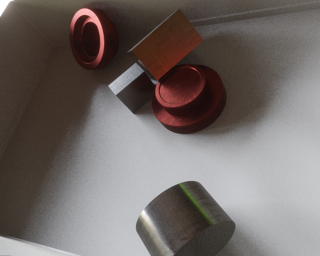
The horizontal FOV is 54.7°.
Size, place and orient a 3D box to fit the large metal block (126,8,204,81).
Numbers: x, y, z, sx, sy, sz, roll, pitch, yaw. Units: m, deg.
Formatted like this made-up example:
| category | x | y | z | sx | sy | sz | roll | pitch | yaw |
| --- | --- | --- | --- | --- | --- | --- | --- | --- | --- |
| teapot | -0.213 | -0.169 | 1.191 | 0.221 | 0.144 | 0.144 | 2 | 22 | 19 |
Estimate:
| category | x | y | z | sx | sy | sz | roll | pitch | yaw |
| --- | --- | --- | --- | --- | --- | --- | --- | --- | --- |
| large metal block | 0.003 | -0.113 | 0.432 | 0.080 | 0.050 | 0.080 | -42 | 16 | -1 |

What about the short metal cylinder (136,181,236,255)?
| category | x | y | z | sx | sy | sz | roll | pitch | yaw |
| --- | --- | --- | --- | --- | --- | --- | --- | --- | --- |
| short metal cylinder | 0.024 | 0.098 | 0.297 | 0.080 | 0.080 | 0.050 | -41 | 51 | 0 |

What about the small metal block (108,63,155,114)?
| category | x | y | z | sx | sy | sz | roll | pitch | yaw |
| --- | --- | --- | --- | --- | --- | --- | --- | --- | --- |
| small metal block | -0.036 | -0.056 | 0.441 | 0.050 | 0.050 | 0.025 | -40 | 51 | 0 |

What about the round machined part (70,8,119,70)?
| category | x | y | z | sx | sy | sz | roll | pitch | yaw |
| --- | --- | --- | --- | --- | --- | --- | --- | --- | --- |
| round machined part | -0.106 | -0.147 | 0.517 | 0.098 | 0.042 | 0.097 | 14 | 111 | 41 |

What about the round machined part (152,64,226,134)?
| category | x | y | z | sx | sy | sz | roll | pitch | yaw |
| --- | --- | --- | --- | --- | --- | --- | --- | --- | --- |
| round machined part | 0.033 | -0.045 | 0.404 | 0.098 | 0.042 | 0.098 | -13 | 56 | 20 |
